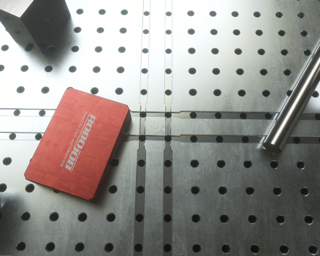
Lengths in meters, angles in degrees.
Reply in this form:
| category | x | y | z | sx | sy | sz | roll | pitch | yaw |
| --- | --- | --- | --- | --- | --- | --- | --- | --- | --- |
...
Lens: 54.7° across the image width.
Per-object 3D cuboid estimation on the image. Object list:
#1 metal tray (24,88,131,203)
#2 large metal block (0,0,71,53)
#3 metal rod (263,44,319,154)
| category | x | y | z | sx | sy | sz | roll | pitch | yaw |
| --- | --- | --- | --- | --- | --- | --- | --- | --- | --- |
| metal tray | -0.102 | 0.020 | 0.400 | 0.090 | 0.030 | 0.130 | 18 | 71 | 6 |
| large metal block | -0.181 | -0.169 | 0.442 | 0.050 | 0.080 | 0.080 | 25 | 72 | 8 |
| metal rod | 0.229 | -0.091 | 0.447 | 0.025 | 0.025 | 0.300 | 32 | 73 | 10 |
